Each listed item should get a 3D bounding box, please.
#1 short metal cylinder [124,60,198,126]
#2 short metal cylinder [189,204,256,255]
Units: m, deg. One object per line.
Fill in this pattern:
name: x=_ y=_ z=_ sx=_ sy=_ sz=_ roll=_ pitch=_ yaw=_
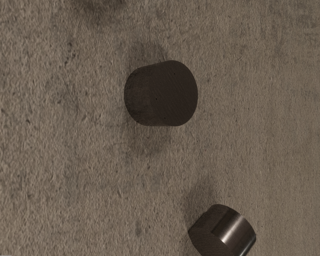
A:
short metal cylinder: x=0.002 y=-0.042 z=0.392 sx=0.081 sy=0.050 sz=0.079 roll=0 pitch=90 yaw=-40
short metal cylinder: x=0.090 y=0.158 z=0.447 sx=0.050 sy=0.080 sz=0.080 roll=-38 pitch=114 yaw=-34
